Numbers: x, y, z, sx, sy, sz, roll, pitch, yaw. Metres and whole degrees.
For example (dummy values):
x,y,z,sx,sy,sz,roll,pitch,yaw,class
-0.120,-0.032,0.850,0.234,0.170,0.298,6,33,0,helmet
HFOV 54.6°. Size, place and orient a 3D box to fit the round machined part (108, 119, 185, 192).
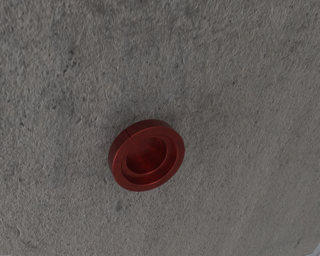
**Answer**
x,y,z,sx,sy,sz,roll,pitch,yaw,class
-0.021,0.031,0.403,0.099,0.042,0.097,-14,124,-21,round machined part
